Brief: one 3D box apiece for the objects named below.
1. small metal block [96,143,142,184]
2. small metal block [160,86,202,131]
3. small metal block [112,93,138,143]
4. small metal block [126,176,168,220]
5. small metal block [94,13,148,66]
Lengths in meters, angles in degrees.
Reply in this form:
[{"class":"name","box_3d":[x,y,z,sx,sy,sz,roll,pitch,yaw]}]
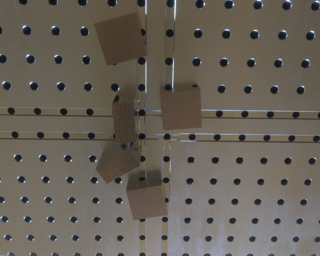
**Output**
[{"class":"small metal block","box_3d":[-0.054,0.041,0.415,0.050,0.050,0.025,-30,108,10]},{"class":"small metal block","box_3d":[0.027,-0.026,0.404,0.050,0.025,0.050,-5,110,1]},{"class":"small metal block","box_3d":[-0.043,-0.014,0.394,0.025,0.050,0.050,-2,110,0]},{"class":"small metal block","box_3d":[-0.018,0.102,0.451,0.050,0.025,0.050,-10,110,3]},{"class":"small metal block","box_3d":[-0.046,-0.107,0.373,0.050,0.025,0.050,-13,110,4]}]
